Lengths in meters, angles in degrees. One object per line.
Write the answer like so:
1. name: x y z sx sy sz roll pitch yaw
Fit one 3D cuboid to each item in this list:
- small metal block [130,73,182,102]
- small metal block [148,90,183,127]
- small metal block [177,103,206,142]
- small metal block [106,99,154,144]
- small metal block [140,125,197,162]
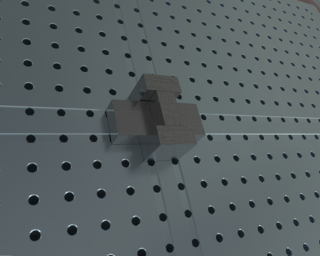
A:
1. small metal block: -0.007 -0.047 0.418 0.050 0.050 0.025 1 62 -28
2. small metal block: 0.002 -0.013 0.402 0.025 0.050 0.050 1 62 -28
3. small metal block: 0.030 -0.007 0.430 0.050 0.025 0.050 1 61 -28
4. small metal block: -0.037 -0.007 0.393 0.050 0.025 0.050 0 62 -28
5. small metal block: 0.010 0.020 0.386 0.050 0.050 0.025 1 62 -28
